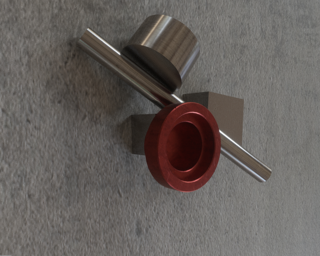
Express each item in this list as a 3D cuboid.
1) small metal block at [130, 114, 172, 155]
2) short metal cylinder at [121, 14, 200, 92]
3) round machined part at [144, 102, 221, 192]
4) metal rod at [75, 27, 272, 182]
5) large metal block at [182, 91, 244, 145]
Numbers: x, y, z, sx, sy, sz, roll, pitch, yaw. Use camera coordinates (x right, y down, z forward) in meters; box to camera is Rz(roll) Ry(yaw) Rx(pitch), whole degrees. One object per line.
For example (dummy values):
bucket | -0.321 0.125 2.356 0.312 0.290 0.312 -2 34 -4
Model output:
small metal block | -0.011 0.008 0.383 0.025 0.050 0.050 -3 92 -40
short metal cylinder | 0.001 -0.087 0.373 0.080 0.080 0.050 45 63 -31
round machined part | 0.021 0.020 0.351 0.099 0.042 0.097 -2 93 -40
metal rod | 0.031 -0.017 0.386 0.301 0.025 0.025 36 67 -19
large metal block | 0.077 -0.007 0.458 0.081 0.050 0.080 6 86 -40
